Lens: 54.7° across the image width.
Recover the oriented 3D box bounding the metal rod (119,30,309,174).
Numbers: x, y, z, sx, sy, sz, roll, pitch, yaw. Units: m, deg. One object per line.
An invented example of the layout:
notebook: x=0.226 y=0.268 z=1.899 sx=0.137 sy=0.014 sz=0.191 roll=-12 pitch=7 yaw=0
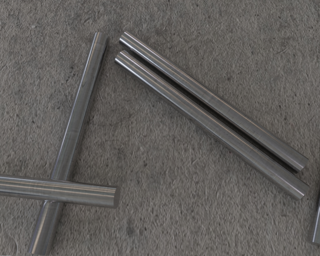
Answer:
metal rod: x=0.064 y=-0.042 z=0.423 sx=0.300 sy=0.025 sz=0.025 roll=38 pitch=74 yaw=12

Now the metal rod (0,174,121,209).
metal rod: x=-0.196 y=0.066 z=0.363 sx=0.301 sy=0.025 sz=0.025 roll=4 pitch=70 yaw=9

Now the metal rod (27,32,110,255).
metal rod: x=-0.112 y=0.005 z=0.405 sx=0.025 sy=0.025 sz=0.299 roll=10 pitch=70 yaw=3

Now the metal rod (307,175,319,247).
metal rod: x=0.237 y=0.004 z=0.407 sx=0.025 sy=0.025 sz=0.300 roll=20 pitch=71 yaw=7

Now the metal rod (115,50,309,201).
metal rod: x=0.059 y=-0.010 z=0.412 sx=0.300 sy=0.025 sz=0.025 roll=38 pitch=74 yaw=12
